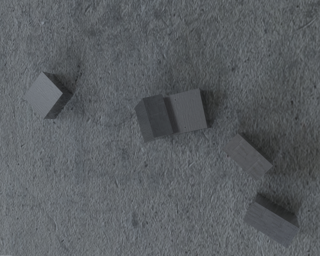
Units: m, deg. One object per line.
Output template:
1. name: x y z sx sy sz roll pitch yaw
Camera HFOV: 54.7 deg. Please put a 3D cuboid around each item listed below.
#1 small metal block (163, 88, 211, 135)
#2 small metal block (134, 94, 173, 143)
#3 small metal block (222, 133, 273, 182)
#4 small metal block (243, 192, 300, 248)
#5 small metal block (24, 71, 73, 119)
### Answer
1. small metal block: 0.034 -0.020 0.397 0.050 0.025 0.050 -12 86 19
2. small metal block: -0.009 -0.011 0.396 0.025 0.050 0.050 -14 84 -18
3. small metal block: 0.103 0.032 0.359 0.050 0.050 0.025 45 104 14
4. small metal block: 0.126 0.102 0.351 0.050 0.050 0.025 30 100 17
5. small metal block: -0.169 -0.049 0.469 0.050 0.025 0.050 44 104 14
